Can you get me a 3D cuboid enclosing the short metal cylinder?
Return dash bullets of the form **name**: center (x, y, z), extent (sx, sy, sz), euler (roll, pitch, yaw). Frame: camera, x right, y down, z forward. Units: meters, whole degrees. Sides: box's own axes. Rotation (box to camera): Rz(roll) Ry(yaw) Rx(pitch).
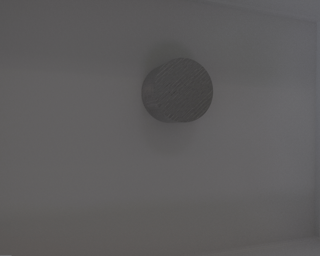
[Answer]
- **short metal cylinder**: center (0.021, -0.047, 0.405), extent (0.081, 0.050, 0.080), euler (0, 90, -20)
